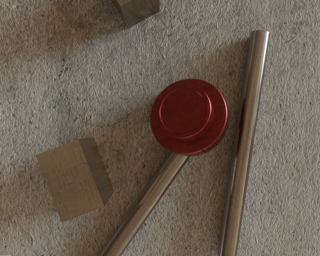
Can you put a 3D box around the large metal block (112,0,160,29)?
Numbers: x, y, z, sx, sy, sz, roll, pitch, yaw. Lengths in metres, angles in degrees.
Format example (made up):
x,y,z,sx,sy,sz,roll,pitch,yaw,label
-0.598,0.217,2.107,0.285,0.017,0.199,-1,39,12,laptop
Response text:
x,y,z,sx,sy,sz,roll,pitch,yaw,label
-0.042,-0.181,0.382,0.050,0.080,0.080,-30,90,0,large metal block

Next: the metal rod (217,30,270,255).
x,y,z,sx,sy,sz,roll,pitch,yaw,label
0.111,0.022,0.411,0.025,0.025,0.298,9,90,-1,metal rod

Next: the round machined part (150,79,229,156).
x,y,z,sx,sy,sz,roll,pitch,yaw,label
0.033,-0.016,0.384,0.098,0.042,0.098,-5,75,19,round machined part

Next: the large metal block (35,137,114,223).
x,y,z,sx,sy,sz,roll,pitch,yaw,label
-0.099,0.058,0.381,0.050,0.080,0.080,-21,90,0,large metal block

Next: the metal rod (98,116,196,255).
x,y,z,sx,sy,sz,roll,pitch,yaw,label
-0.026,0.111,0.409,0.025,0.025,0.299,35,90,-1,metal rod
